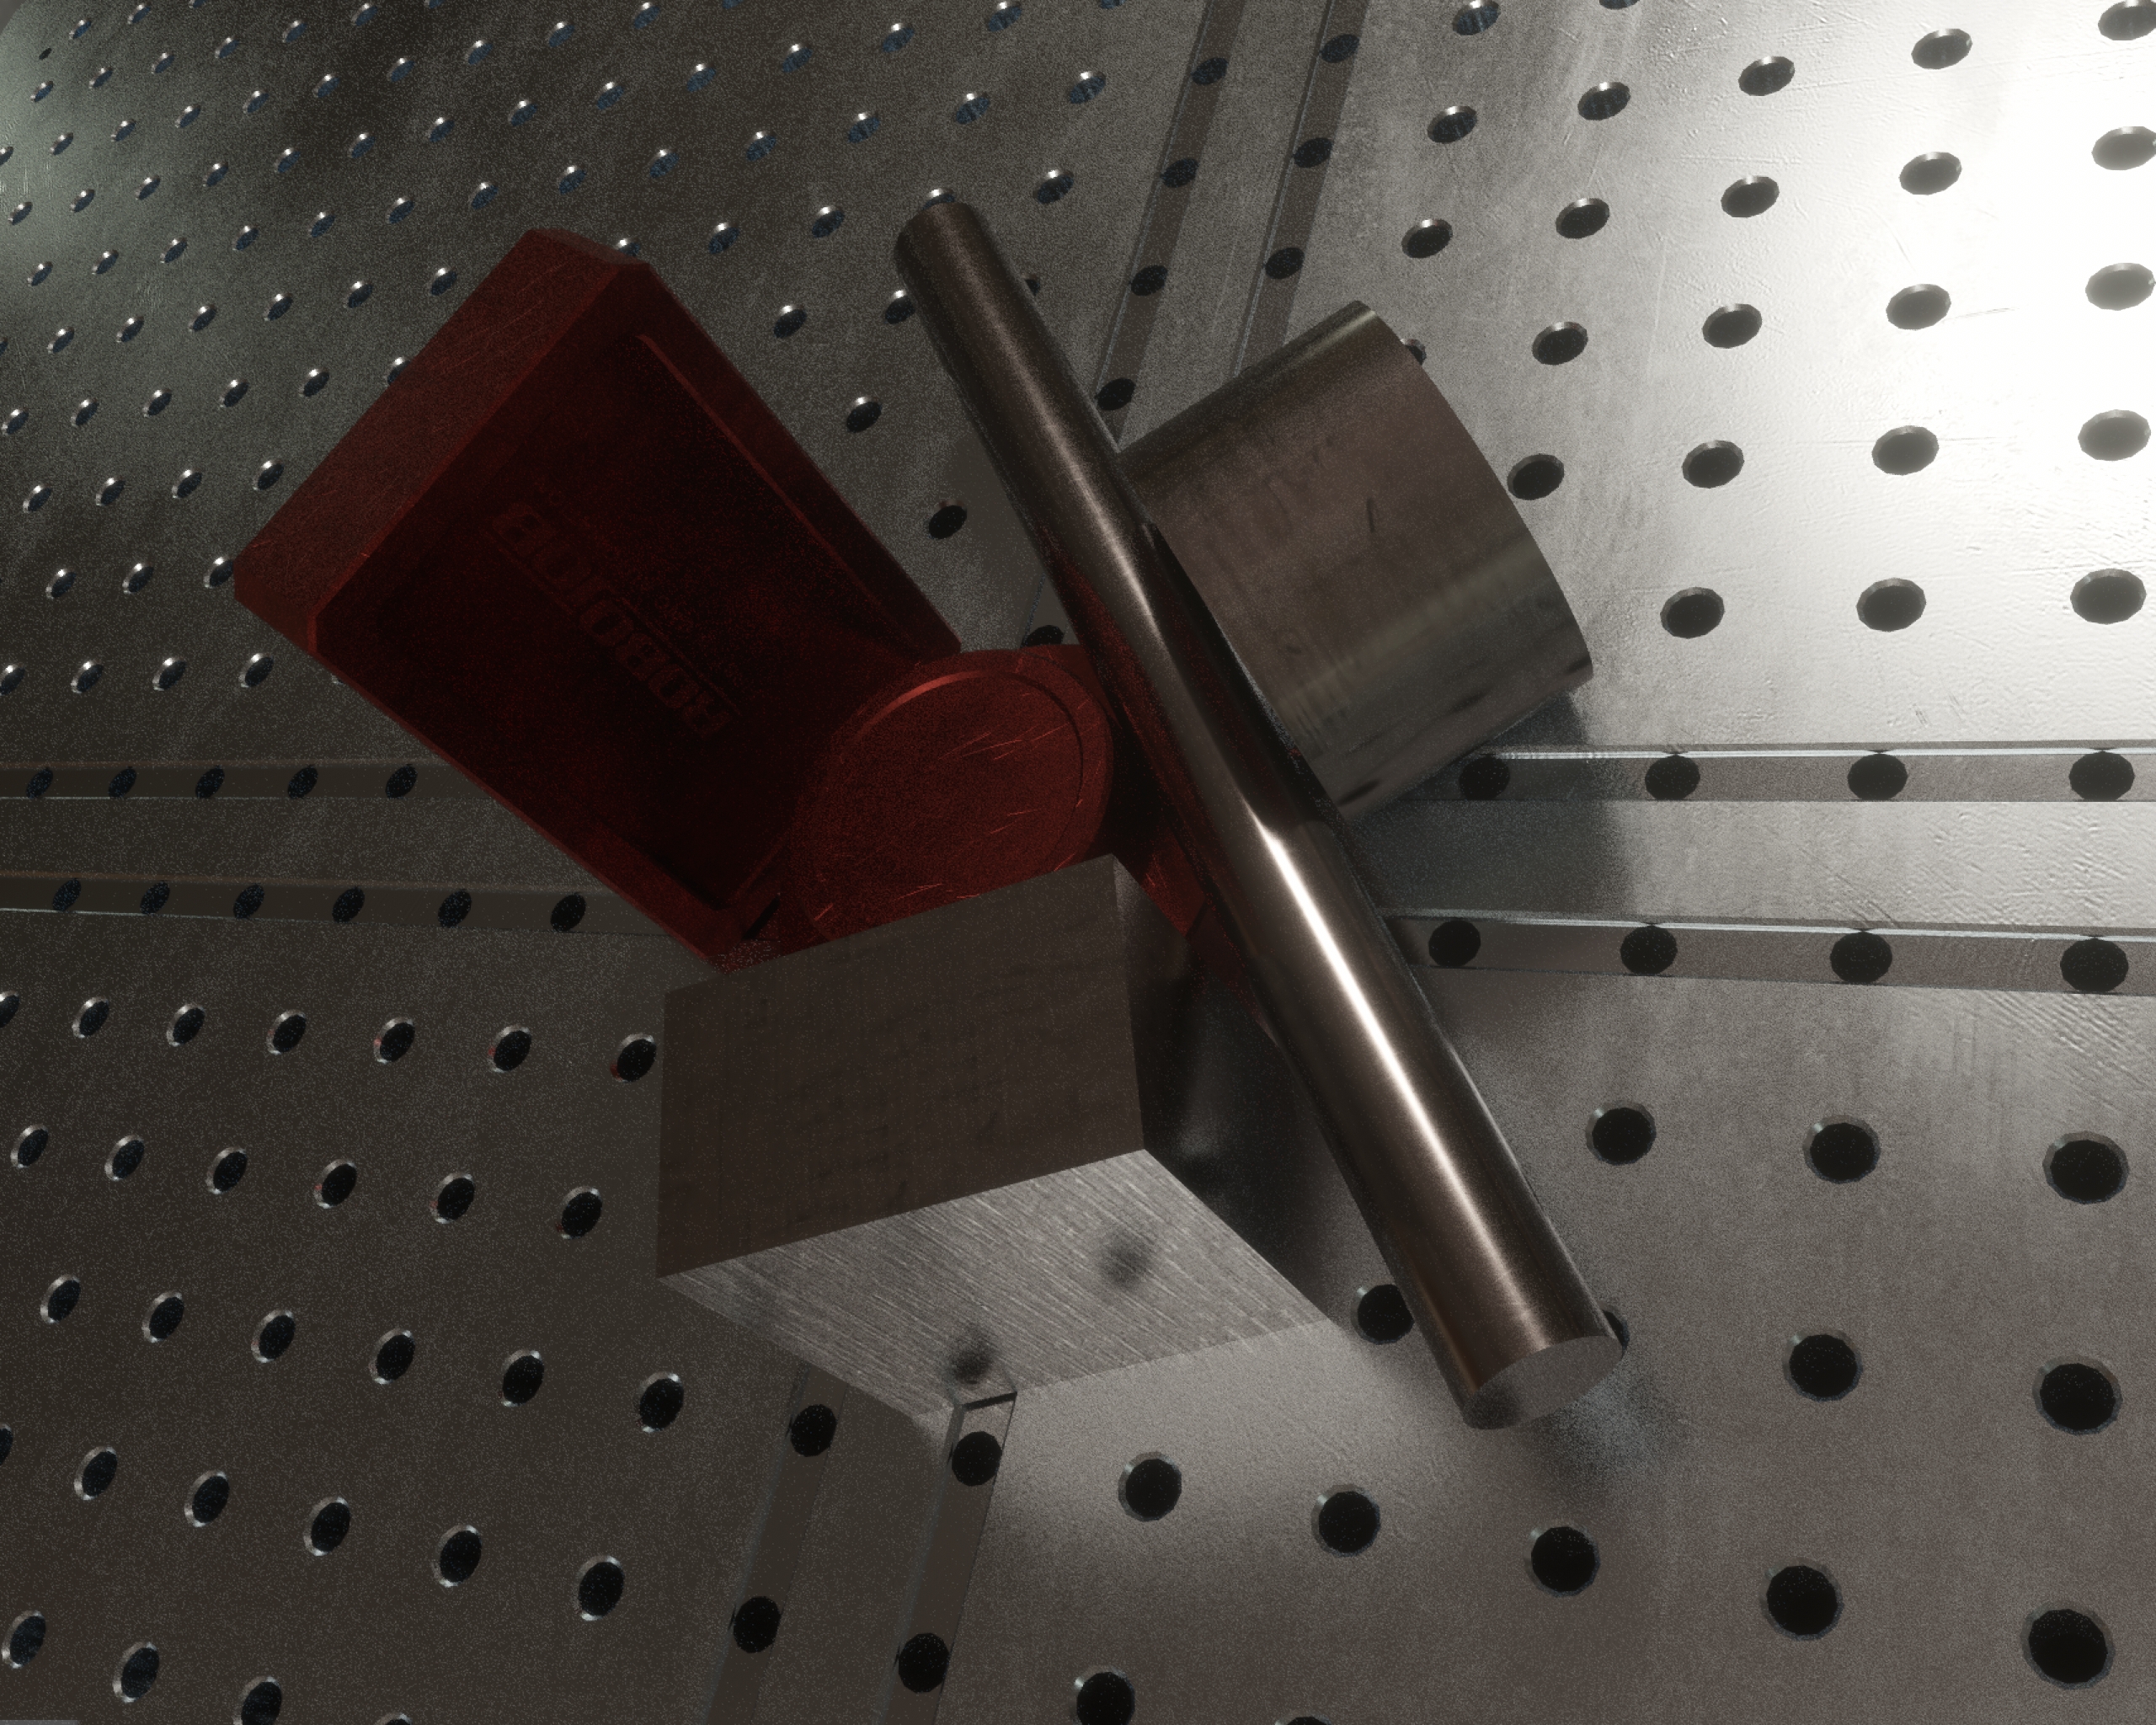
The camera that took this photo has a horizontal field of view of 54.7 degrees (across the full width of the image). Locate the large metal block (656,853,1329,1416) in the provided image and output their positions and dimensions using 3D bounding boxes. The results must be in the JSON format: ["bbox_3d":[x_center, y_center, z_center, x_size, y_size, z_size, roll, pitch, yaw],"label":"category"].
[{"bbox_3d":[-0.013,0.049,0.348,0.080,0.080,0.050,-18,55,18],"label":"large metal block"}]

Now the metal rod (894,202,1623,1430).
[{"bbox_3d":[0.018,-0.033,0.391,0.025,0.025,0.300,-31,52,8],"label":"metal rod"}]

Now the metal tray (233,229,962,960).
[{"bbox_3d":[-0.087,-0.048,0.415,0.030,0.130,0.090,31,79,37],"label":"metal tray"}]

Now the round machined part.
[{"bbox_3d":[-0.017,-0.002,0.406,0.098,0.042,0.098,-13,56,20],"label":"round machined part"}]

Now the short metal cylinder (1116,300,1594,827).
[{"bbox_3d":[0.049,-0.053,0.377,0.050,0.080,0.080,-32,52,7],"label":"short metal cylinder"}]
